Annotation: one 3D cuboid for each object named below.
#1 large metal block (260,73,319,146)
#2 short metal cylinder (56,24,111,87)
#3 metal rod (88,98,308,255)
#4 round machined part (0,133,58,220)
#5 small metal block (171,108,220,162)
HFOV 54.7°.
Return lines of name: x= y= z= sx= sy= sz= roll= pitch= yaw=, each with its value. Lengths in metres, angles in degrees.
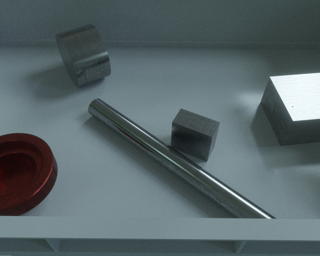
large metal block: x=0.192 y=-0.026 z=0.414 sx=0.081 sy=0.050 sz=0.080 roll=-5 pitch=50 yaw=-5
short metal cylinder: x=-0.113 y=-0.107 z=0.458 sx=0.050 sy=0.080 sz=0.080 roll=-25 pitch=55 yaw=-19
metal rod: x=0.025 y=0.045 z=0.367 sx=0.300 sy=0.025 sz=0.025 roll=33 pitch=57 yaw=24
round machined part: x=-0.164 y=0.056 z=0.345 sx=0.099 sy=0.042 sz=0.098 roll=0 pitch=50 yaw=0
small metal block: x=0.042 y=0.009 z=0.382 sx=0.050 sy=0.050 sz=0.025 roll=21 pitch=53 yaw=16
